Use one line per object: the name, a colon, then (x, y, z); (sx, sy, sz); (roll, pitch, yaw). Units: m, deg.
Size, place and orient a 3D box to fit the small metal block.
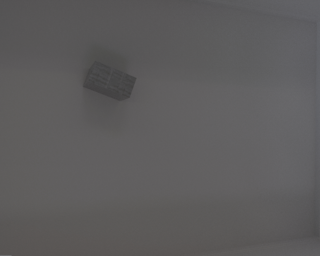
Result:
small metal block: (-0.062, -0.055, 0.374); (0.050, 0.050, 0.025); (21, 83, -19)
